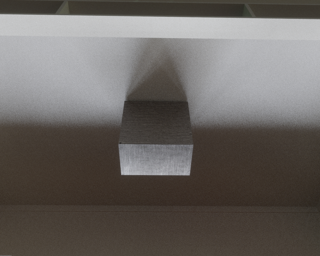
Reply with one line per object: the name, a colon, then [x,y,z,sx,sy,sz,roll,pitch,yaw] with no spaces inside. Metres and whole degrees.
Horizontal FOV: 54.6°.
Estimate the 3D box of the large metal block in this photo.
large metal block: [-0.005,0.011,0.379,0.080,0.080,0.050,1,130,-1]
